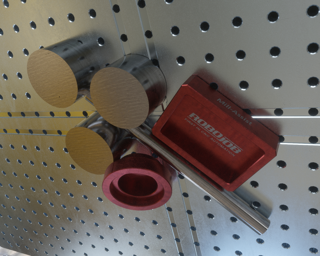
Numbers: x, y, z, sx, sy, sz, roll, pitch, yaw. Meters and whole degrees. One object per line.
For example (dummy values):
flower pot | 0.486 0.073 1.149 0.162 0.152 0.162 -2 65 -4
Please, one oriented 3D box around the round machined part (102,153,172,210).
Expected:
round machined part | -0.031 0.074 0.449 0.099 0.042 0.097 2 132 2

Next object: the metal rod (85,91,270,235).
metal rod | 0.023 0.043 0.426 0.300 0.025 0.025 38 129 2

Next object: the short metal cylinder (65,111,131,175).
short metal cylinder | -0.090 0.021 0.455 0.080 0.050 0.079 13 124 21

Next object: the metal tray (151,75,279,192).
metal tray | 0.064 0.009 0.379 0.130 0.030 0.089 37 130 3

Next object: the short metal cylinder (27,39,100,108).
short metal cylinder | -0.129 -0.074 0.418 0.080 0.050 0.079 13 124 21

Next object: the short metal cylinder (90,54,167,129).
short metal cylinder | -0.039 -0.046 0.386 0.080 0.050 0.079 13 124 21
